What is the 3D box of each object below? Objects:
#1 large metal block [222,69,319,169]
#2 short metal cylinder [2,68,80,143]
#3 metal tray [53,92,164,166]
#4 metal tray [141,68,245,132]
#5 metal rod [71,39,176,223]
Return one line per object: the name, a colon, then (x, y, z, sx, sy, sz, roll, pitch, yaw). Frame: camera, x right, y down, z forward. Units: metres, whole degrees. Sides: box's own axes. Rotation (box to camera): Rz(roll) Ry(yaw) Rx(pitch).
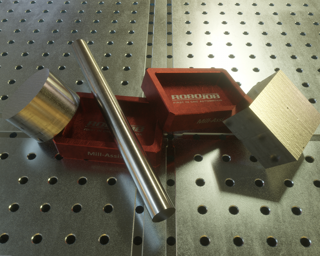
large metal block: (0.138, -0.010, 0.378, 0.080, 0.050, 0.080, 47, 60, -3)
short metal cylinder: (-0.149, -0.029, 0.391, 0.080, 0.050, 0.080, -25, 40, 24)
metal tray: (-0.059, -0.001, 0.404, 0.131, 0.030, 0.090, 5, 50, 4)
metal tray: (0.051, -0.042, 0.415, 0.131, 0.030, 0.090, -5, 48, -26)
metal rod: (-0.060, -0.020, 0.385, 0.025, 0.025, 0.300, -20, 53, -16)
